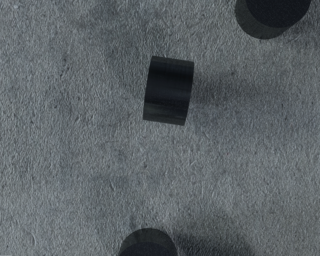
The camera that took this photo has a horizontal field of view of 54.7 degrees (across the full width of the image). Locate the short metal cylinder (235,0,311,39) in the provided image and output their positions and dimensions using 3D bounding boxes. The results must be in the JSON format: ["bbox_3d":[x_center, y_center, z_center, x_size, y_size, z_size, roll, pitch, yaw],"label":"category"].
[{"bbox_3d":[0.143,-0.161,0.398,0.081,0.050,0.080,0,90,0],"label":"short metal cylinder"}]

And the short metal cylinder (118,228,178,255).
[{"bbox_3d":[-0.016,0.176,0.397,0.081,0.050,0.080,0,90,0],"label":"short metal cylinder"}]

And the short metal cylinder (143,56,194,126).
[{"bbox_3d":[0.010,-0.046,0.382,0.050,0.080,0.080,9,90,0],"label":"short metal cylinder"}]
